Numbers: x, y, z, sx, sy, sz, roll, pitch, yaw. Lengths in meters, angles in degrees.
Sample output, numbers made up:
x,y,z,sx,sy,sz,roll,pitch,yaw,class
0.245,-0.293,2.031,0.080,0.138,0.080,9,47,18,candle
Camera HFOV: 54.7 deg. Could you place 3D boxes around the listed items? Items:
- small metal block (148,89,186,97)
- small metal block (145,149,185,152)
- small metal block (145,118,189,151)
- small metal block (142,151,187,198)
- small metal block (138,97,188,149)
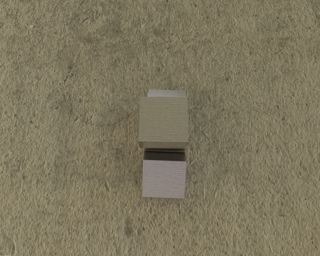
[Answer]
x,y,z,sx,sy,sz,roll,pitch,yaw,class
0.009,-0.027,0.407,0.050,0.025,0.050,2,34,1,small metal block
0.006,0.020,0.403,0.050,0.025,0.050,2,70,0,small metal block
0.006,0.008,0.366,0.050,0.050,0.025,2,70,0,small metal block
0.005,0.056,0.375,0.050,0.025,0.050,2,111,0,small metal block
0.004,-0.005,0.332,0.050,0.025,0.050,1,70,0,small metal block
